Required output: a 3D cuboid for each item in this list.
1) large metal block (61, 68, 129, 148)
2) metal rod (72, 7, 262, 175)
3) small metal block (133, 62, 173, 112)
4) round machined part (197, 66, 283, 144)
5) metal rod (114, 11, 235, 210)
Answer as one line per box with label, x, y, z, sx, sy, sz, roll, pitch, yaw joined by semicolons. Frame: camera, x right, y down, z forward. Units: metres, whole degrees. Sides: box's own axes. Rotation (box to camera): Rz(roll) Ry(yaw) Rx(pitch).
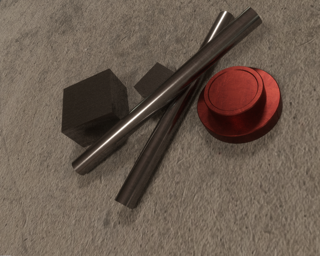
large metal block;-0.093;-0.028;0.452;0.080;0.050;0.080;-21;54;15
metal rod;0.000;-0.039;0.396;0.300;0.025;0.025;-40;51;12
small metal block;0.000;-0.059;0.439;0.050;0.025;0.050;-47;52;-5
round machined part;0.090;-0.034;0.366;0.098;0.042;0.098;-13;56;20
metal rod;0.027;-0.034;0.409;0.025;0.025;0.300;18;71;34
